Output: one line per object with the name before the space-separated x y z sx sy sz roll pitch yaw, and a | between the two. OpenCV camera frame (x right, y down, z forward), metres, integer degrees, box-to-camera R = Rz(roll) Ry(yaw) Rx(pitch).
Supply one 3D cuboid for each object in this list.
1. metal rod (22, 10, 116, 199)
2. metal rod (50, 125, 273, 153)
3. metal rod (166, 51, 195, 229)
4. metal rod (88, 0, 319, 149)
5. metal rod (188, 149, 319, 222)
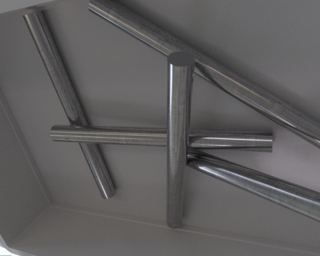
metal rod | -0.126 -0.019 0.463 0.025 0.025 0.298 -3 117 29
metal rod | -0.013 0.012 0.404 0.301 0.025 0.025 2 119 21
metal rod | 0.021 0.043 0.384 0.025 0.025 0.298 18 138 18
metal rod | 0.052 -0.066 0.340 0.301 0.025 0.025 32 129 7
metal rod | 0.120 0.063 0.301 0.300 0.025 0.025 17 130 51
